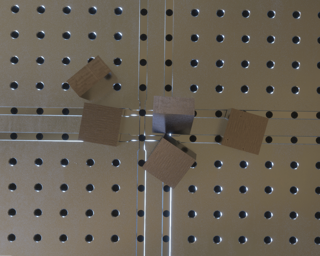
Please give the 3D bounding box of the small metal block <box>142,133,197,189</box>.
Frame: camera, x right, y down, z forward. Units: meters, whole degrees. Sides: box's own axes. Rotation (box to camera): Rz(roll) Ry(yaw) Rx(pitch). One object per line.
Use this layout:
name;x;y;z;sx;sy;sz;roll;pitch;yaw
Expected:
small metal block;0.013;0.043;0.408;0.050;0.025;0.050;35;105;-1

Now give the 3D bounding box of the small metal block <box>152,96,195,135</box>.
small metal block;0.016;-0.015;0.398;0.050;0.050;0.025;3;60;-1

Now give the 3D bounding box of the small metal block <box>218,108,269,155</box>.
small metal block;0.111;0.005;0.415;0.050;0.025;0.050;16;90;-1

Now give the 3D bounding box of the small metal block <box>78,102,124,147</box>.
small metal block;-0.077;-0.005;0.412;0.050;0.025;0.050;10;90;-1

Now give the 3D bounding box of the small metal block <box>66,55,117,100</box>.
small metal block;-0.086;-0.063;0.400;0.050;0.050;0.025;-40;90;0
